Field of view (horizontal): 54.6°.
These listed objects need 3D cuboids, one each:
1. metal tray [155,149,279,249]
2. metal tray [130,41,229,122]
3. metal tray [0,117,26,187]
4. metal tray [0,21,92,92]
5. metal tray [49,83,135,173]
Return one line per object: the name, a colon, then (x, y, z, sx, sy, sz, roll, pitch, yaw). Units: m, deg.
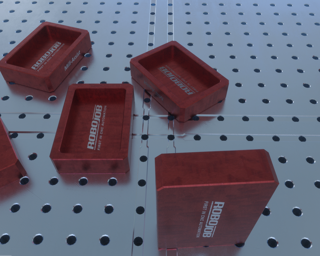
metal tray: (0.042, 0.070, 0.281, 0.091, 0.129, 0.030, -3, 50, -2)
metal tray: (0.026, -0.075, 0.467, 0.091, 0.030, 0.130, -30, 56, -23)
metal tray: (-0.239, 0.046, 0.365, 0.131, 0.030, 0.090, -26, 55, -21)
metal tray: (-0.182, -0.120, 0.504, 0.090, 0.030, 0.130, 16, 52, 12)
metal tray: (-0.082, -0.004, 0.407, 0.090, 0.030, 0.130, 0, 50, 0)
